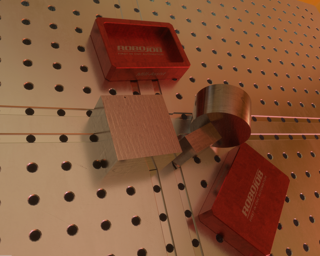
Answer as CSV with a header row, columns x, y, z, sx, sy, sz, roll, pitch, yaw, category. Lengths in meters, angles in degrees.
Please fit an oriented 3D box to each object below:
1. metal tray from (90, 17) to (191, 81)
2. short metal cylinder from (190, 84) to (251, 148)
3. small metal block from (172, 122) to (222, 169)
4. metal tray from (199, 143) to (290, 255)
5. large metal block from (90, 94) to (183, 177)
x,y,z,sx,sy,sz,roll,pitch,yaw,category
-0.027,-0.117,0.462,0.131,0.030,0.090,-8,66,-32,metal tray
0.085,-0.015,0.430,0.080,0.080,0.050,23,53,-15,short metal cylinder
0.044,0.023,0.404,0.050,0.050,0.025,-26,76,-37,small metal block
0.117,0.092,0.414,0.090,0.030,0.130,39,51,-3,metal tray
-0.031,0.007,0.372,0.081,0.050,0.080,-5,64,-31,large metal block
